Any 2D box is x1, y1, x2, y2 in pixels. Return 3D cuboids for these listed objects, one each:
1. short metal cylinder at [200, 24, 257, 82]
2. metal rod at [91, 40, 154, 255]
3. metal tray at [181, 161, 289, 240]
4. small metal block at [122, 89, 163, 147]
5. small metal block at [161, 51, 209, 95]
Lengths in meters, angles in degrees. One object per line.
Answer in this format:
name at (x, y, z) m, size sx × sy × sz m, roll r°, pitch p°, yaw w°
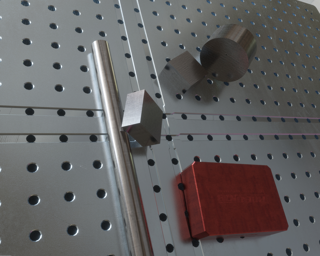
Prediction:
short metal cylinder at (0.113, -0.123, 0.511) m, size 0.080 × 0.080 × 0.050 m, roll 38°, pitch 51°, yaw -3°
metal rod at (-0.049, 0.017, 0.372) m, size 0.025 × 0.025 × 0.299 m, roll 0°, pitch 62°, yaw -29°
metal tray at (0.097, 0.093, 0.403) m, size 0.131 × 0.030 × 0.090 m, roll 6°, pitch 59°, yaw -26°
small metal block at (-0.020, -0.012, 0.389) m, size 0.050 × 0.025 × 0.050 m, roll 49°, pitch 37°, yaw -46°
small metal block at (0.040, -0.087, 0.485) m, size 0.050 × 0.025 × 0.050 m, roll 48°, pitch 51°, yaw 5°
